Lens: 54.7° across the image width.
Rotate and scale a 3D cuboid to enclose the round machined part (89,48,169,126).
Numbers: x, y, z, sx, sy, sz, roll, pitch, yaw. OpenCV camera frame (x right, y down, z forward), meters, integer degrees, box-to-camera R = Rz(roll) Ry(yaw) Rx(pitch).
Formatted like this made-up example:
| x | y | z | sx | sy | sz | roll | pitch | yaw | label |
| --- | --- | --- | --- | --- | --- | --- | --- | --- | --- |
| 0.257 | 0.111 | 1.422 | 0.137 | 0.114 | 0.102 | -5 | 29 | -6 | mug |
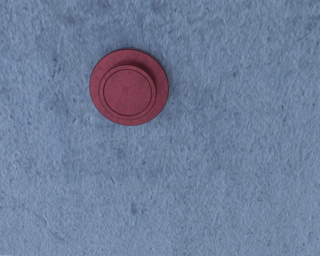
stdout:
| x | y | z | sx | sy | sz | roll | pitch | yaw | label |
| --- | --- | --- | --- | --- | --- | --- | --- | --- | --- |
| -0.038 | -0.048 | 0.383 | 0.099 | 0.042 | 0.097 | 0 | 110 | -1 | round machined part |
